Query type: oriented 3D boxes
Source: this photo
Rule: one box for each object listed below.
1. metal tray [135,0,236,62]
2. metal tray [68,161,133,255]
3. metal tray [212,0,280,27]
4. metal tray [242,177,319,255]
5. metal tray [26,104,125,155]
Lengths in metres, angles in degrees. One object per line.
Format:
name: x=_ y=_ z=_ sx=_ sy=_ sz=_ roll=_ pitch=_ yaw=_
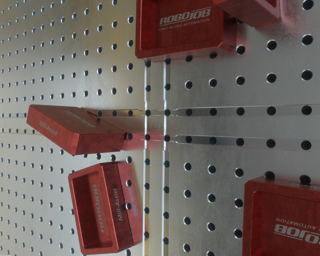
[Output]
metal tray: x=0.027 y=-0.134 z=0.381 sx=0.130 sy=0.030 sz=0.089 roll=3 pitch=92 yaw=39
metal tray: x=-0.095 y=0.125 z=0.481 sx=0.090 sy=0.030 sz=0.129 roll=-22 pitch=77 yaw=37
metal tray: x=0.081 y=-0.174 z=0.298 sx=0.030 sy=0.091 sz=0.129 roll=-5 pitch=87 yaw=40
metal tray: x=0.144 y=0.100 z=0.286 sx=0.130 sy=0.030 sz=0.089 roll=3 pitch=92 yaw=39
metal tray: x=-0.128 y=-0.001 z=0.470 sx=0.130 sy=0.091 sz=0.030 roll=25 pitch=106 yaw=37
